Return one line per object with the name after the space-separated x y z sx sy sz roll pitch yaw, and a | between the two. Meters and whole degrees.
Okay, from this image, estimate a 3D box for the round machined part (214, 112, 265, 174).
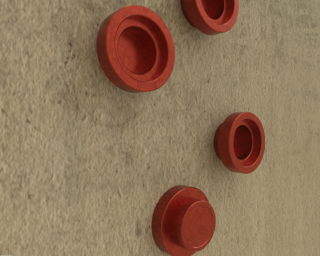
0.125 0.023 0.502 0.099 0.042 0.097 0 90 -40 | round machined part

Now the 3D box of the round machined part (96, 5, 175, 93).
-0.032 -0.090 0.368 0.099 0.042 0.097 0 90 -40 | round machined part

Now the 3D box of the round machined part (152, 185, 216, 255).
0.040 0.131 0.430 0.099 0.042 0.097 0 90 -40 | round machined part

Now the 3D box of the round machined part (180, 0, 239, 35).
0.069 -0.185 0.453 0.099 0.042 0.097 0 90 -40 | round machined part
